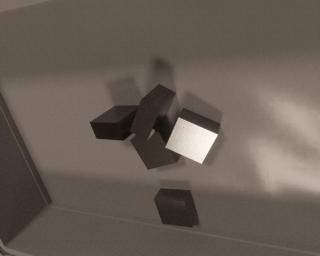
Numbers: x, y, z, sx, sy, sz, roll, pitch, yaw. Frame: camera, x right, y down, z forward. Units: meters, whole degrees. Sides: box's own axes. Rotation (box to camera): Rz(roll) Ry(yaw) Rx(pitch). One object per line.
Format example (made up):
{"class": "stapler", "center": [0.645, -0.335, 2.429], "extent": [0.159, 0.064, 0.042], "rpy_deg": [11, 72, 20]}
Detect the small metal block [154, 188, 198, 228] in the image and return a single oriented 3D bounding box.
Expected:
{"class": "small metal block", "center": [0.025, 0.120, 0.469], "extent": [0.050, 0.025, 0.050], "rpy_deg": [-3, 117, 29]}

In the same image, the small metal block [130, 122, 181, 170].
{"class": "small metal block", "center": [-0.004, 0.026, 0.426], "extent": [0.050, 0.025, 0.050], "rpy_deg": [-18, 109, 35]}

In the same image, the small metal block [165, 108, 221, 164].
{"class": "small metal block", "center": [0.041, 0.010, 0.387], "extent": [0.050, 0.025, 0.050], "rpy_deg": [24, 126, 3]}

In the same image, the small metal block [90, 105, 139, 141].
{"class": "small metal block", "center": [-0.054, -0.008, 0.410], "extent": [0.050, 0.050, 0.025], "rpy_deg": [2, 120, 38]}

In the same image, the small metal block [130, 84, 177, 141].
{"class": "small metal block", "center": [-0.008, -0.020, 0.383], "extent": [0.025, 0.050, 0.050], "rpy_deg": [30, 128, 8]}
